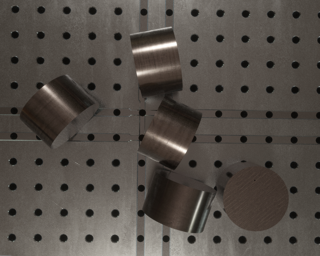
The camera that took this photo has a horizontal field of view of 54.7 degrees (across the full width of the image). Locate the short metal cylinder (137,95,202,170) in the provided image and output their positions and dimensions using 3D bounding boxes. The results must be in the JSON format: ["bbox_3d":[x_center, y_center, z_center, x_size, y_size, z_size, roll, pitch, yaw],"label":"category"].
[{"bbox_3d":[0.012,0.006,0.386,0.050,0.080,0.080,26,90,0],"label":"short metal cylinder"}]

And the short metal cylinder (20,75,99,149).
[{"bbox_3d":[-0.123,-0.020,0.384,0.050,0.080,0.080,44,90,-1],"label":"short metal cylinder"}]

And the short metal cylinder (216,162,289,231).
[{"bbox_3d":[0.117,0.086,0.403,0.081,0.050,0.079,0,90,-1],"label":"short metal cylinder"}]

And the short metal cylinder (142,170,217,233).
[{"bbox_3d":[0.024,0.089,0.386,0.080,0.080,0.050,19,90,-1],"label":"short metal cylinder"}]

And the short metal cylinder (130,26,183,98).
[{"bbox_3d":[-0.004,-0.081,0.386,0.050,0.080,0.080,-11,90,0],"label":"short metal cylinder"}]
